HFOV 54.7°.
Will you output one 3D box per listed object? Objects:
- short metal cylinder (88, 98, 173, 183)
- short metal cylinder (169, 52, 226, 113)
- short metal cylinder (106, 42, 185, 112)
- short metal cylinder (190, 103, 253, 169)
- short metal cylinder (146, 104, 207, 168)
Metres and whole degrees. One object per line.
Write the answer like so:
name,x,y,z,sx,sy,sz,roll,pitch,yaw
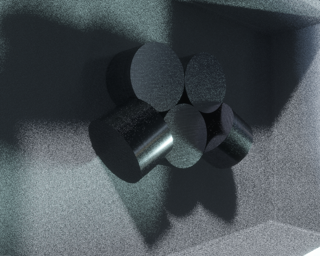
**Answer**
short metal cylinder,-0.033,0.014,0.341,0.050,0.080,0.080,-38,113,-34
short metal cylinder,0.045,-0.060,0.426,0.081,0.050,0.080,0,90,-40
short metal cylinder,-0.017,-0.059,0.374,0.081,0.050,0.080,0,90,-40
short metal cylinder,0.082,0.011,0.437,0.050,0.080,0.080,37,68,-34
short metal cylinder,0.015,0.010,0.401,0.081,0.050,0.080,0,90,-40
